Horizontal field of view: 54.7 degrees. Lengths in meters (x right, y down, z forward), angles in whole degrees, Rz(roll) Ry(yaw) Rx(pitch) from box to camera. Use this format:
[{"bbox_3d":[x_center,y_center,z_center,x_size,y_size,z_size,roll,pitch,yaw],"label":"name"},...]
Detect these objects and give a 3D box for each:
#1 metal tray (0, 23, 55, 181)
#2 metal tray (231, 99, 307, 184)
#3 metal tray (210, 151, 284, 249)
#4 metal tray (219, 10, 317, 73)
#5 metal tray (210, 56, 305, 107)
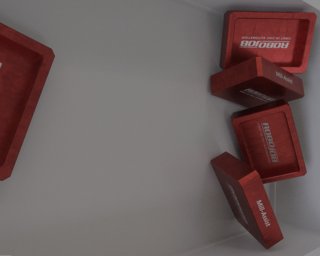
[{"bbox_3d":[-0.159,-0.028,0.269,0.090,0.030,0.130,25,75,-37],"label":"metal tray"},{"bbox_3d":[0.180,0.026,0.514,0.030,0.090,0.129,-65,136,-65],"label":"metal tray"},{"bbox_3d":[0.130,0.107,0.470,0.030,0.090,0.130,-30,111,-9],"label":"metal tray"},{"bbox_3d":[0.163,-0.132,0.476,0.131,0.030,0.089,0,112,-4],"label":"metal tray"},{"bbox_3d":[0.154,-0.065,0.490,0.131,0.090,0.030,12,70,-39],"label":"metal tray"}]
